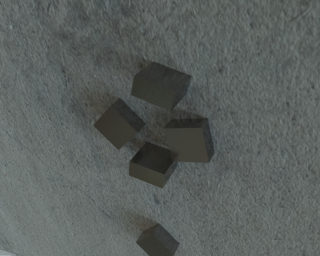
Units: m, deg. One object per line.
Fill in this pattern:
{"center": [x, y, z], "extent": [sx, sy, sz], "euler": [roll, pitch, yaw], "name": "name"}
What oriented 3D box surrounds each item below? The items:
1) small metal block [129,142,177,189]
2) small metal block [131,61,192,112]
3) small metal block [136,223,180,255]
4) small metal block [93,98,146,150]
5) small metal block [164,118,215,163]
{"center": [-0.008, 0.049, 0.424], "extent": [0.050, 0.050, 0.025], "euler": [18, 126, 17], "name": "small metal block"}
{"center": [0.002, -0.049, 0.358], "extent": [0.050, 0.050, 0.025], "euler": [24, 127, 13], "name": "small metal block"}
{"center": [-0.004, 0.197, 0.529], "extent": [0.050, 0.025, 0.050], "euler": [47, 129, -5], "name": "small metal block"}
{"center": [-0.057, -0.005, 0.432], "extent": [0.050, 0.025, 0.050], "euler": [45, 129, -4], "name": "small metal block"}
{"center": [0.038, 0.016, 0.396], "extent": [0.050, 0.025, 0.050], "euler": [-1, 118, 28], "name": "small metal block"}
